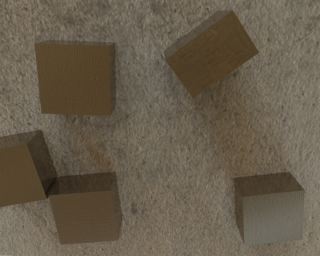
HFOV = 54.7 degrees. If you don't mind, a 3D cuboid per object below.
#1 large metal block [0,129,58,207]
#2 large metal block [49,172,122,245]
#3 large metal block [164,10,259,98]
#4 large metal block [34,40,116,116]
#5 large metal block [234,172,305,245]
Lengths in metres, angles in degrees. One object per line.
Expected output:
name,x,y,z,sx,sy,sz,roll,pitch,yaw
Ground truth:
large metal block,-0.194,0.054,0.414,0.080,0.050,0.079,-10,110,3
large metal block,-0.101,0.112,0.437,0.081,0.050,0.079,-5,110,1
large metal block,0.052,-0.086,0.349,0.080,0.080,0.050,-35,107,11
large metal block,-0.097,-0.061,0.372,0.081,0.050,0.079,2,110,-1
large metal block,0.153,0.114,0.441,0.080,0.050,0.079,-7,110,2
